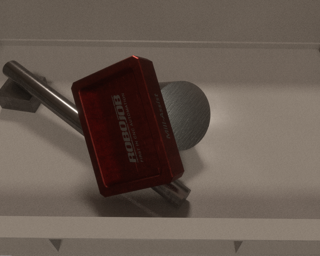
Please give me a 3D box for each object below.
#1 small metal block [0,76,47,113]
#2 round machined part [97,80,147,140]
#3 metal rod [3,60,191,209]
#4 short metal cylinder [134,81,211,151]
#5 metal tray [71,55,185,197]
[{"bbox_3d":[-0.196,-0.051,0.446,0.050,0.025,0.050,8,50,6],"label":"small metal block"},{"bbox_3d":[-0.039,-0.028,0.417,0.099,0.042,0.098,0,50,0],"label":"round machined part"},{"bbox_3d":[-0.091,-0.003,0.387,0.300,0.025,0.025,34,58,18],"label":"metal rod"},{"bbox_3d":[0.013,-0.016,0.374,0.081,0.080,0.050,-30,18,-23],"label":"short metal cylinder"},{"bbox_3d":[-0.036,0.000,0.329,0.090,0.030,0.129,-18,86,26],"label":"metal tray"}]
